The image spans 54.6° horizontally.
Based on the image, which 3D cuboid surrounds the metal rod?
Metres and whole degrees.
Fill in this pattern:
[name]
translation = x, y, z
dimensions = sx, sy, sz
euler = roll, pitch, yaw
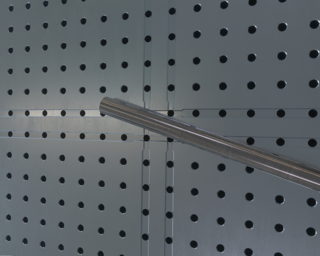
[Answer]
[metal rod]
translation = 0.055, 0.015, 0.393
dimensions = 0.301, 0.025, 0.025
euler = 20, 97, 19
